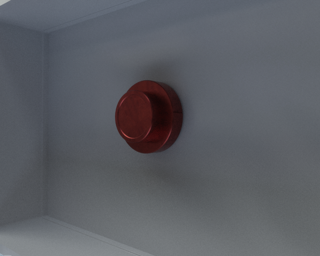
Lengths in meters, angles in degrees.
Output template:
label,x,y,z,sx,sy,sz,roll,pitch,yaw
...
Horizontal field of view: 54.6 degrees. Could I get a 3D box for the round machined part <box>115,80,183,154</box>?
label,x,y,z,sx,sy,sz,roll,pitch,yaw
round machined part,-0.021,-0.015,0.411,0.098,0.042,0.097,0,90,40
